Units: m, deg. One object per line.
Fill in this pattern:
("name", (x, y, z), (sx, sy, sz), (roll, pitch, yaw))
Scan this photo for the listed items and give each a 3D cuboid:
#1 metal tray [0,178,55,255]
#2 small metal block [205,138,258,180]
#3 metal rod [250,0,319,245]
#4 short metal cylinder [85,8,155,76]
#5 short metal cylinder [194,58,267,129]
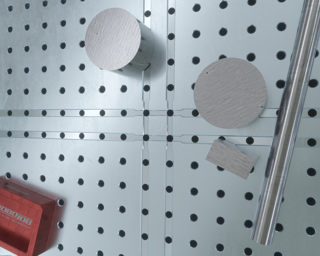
("metal tray", (-0.237, 0.141, 0.493), (0.130, 0.030, 0.089), (16, 95, 19))
("small metal block", (0.087, 0.035, 0.369), (0.050, 0.050, 0.025), (26, 99, 18))
("metal rod", (0.150, -0.012, 0.359), (0.025, 0.025, 0.298), (13, 94, 19))
("short metal cylinder", (-0.053, -0.114, 0.418), (0.080, 0.050, 0.080), (0, 90, 20))
("short metal cylinder", (0.085, -0.039, 0.369), (0.080, 0.050, 0.080), (0, 90, 20))
